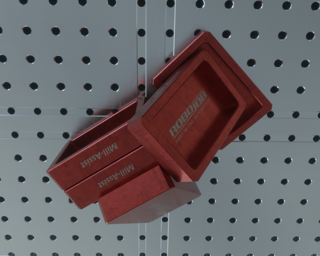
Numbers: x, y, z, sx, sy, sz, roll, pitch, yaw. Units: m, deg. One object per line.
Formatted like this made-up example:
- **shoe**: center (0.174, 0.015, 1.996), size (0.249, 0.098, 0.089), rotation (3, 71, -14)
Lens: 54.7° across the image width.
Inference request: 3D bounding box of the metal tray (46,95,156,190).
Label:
- **metal tray**: center (-0.067, 0.015, 0.383), size (0.130, 0.090, 0.030), rotation (-31, 108, 10)

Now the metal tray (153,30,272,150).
- **metal tray**: center (0.066, -0.046, 0.394), size (0.090, 0.030, 0.130), rotation (-42, 105, 13)

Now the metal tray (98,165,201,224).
- **metal tray**: center (-0.007, 0.089, 0.397), size (0.090, 0.130, 0.030), rotation (-31, 66, 11)

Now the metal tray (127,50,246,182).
- **metal tray**: center (0.036, -0.015, 0.348), size (0.090, 0.030, 0.130), rotation (49, 58, -16)

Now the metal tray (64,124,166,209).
- **metal tray**: center (-0.049, 0.039, 0.391), size (0.130, 0.090, 0.030), rotation (-31, 108, 10)
